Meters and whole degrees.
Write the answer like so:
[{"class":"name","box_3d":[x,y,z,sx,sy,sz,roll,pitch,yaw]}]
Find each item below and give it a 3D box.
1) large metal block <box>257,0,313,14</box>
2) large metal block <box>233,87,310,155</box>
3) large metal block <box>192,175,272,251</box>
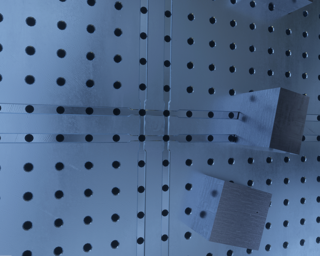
[{"class":"large metal block","box_3d":[0.189,-0.233,0.471,0.081,0.050,0.080,14,85,-20]},{"class":"large metal block","box_3d":[0.157,-0.009,0.443,0.050,0.080,0.080,14,86,-20]},{"class":"large metal block","box_3d":[0.101,0.119,0.439,0.081,0.050,0.080,18,84,-20]}]
